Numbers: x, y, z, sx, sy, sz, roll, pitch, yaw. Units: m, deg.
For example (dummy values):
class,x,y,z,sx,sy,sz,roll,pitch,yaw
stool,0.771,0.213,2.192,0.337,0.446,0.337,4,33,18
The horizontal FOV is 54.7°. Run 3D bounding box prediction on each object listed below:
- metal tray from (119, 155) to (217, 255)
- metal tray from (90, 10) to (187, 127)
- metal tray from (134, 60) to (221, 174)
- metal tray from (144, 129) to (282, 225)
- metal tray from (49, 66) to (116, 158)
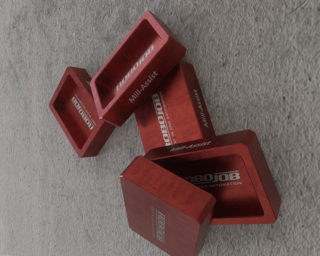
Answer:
class,x,y,z,sx,sy,sz,roll,pitch,yaw
metal tray,0.006,0.095,0.337,0.090,0.030,0.129,27,145,21
metal tray,-0.034,-0.076,0.395,0.130,0.030,0.090,-46,41,18
metal tray,0.015,-0.008,0.389,0.090,0.030,0.129,-26,74,37
metal tray,0.049,0.058,0.330,0.130,0.030,0.090,-14,108,35
metal tray,-0.128,-0.027,0.507,0.130,0.030,0.090,51,120,27
